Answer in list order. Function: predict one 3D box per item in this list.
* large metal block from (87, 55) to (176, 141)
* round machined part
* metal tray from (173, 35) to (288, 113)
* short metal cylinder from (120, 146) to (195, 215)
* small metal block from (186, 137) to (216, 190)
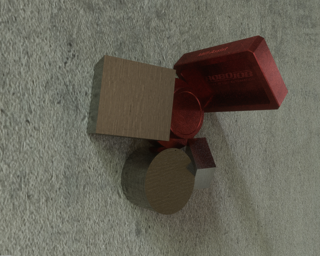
[{"bbox_3d":[-0.033,-0.029,0.348,0.081,0.050,0.080,7,85,-23],"label":"large metal block"},{"bbox_3d":[0.021,-0.019,0.416,0.099,0.042,0.097,0,90,-40],"label":"round machined part"},{"bbox_3d":[0.090,-0.065,0.414,0.030,0.130,0.090,-52,121,-28],"label":"metal tray"},{"bbox_3d":[-0.002,0.064,0.391,0.081,0.050,0.079,0,90,-40],"label":"short metal cylinder"},{"bbox_3d":[0.053,0.049,0.422,0.025,0.050,0.050,-5,139,-10],"label":"small metal block"}]
